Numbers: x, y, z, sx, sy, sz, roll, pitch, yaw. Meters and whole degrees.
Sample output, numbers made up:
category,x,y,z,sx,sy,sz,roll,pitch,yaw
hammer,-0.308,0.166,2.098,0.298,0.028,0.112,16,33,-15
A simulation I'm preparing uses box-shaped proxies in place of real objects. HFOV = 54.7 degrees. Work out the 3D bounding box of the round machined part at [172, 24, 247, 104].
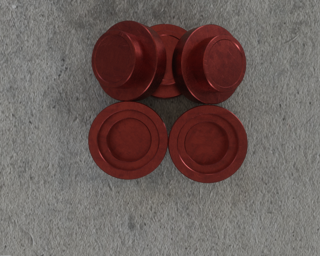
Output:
category,x,y,z,sx,sy,sz,roll,pitch,yaw
round machined part,0.067,-0.078,0.382,0.099,0.042,0.097,-4,97,-31

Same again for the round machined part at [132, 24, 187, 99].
category,x,y,z,sx,sy,sz,roll,pitch,yaw
round machined part,0.007,-0.087,0.402,0.099,0.042,0.097,0,90,-1

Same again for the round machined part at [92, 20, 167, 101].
category,x,y,z,sx,sy,sz,roll,pitch,yaw
round machined part,-0.044,-0.082,0.378,0.098,0.042,0.097,2,95,33

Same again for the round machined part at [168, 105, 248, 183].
category,x,y,z,sx,sy,sz,roll,pitch,yaw
round machined part,0.059,0.020,0.403,0.099,0.042,0.097,0,90,-1

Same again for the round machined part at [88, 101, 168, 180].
category,x,y,z,sx,sy,sz,roll,pitch,yaw
round machined part,-0.039,0.015,0.402,0.099,0.042,0.097,0,90,-1
